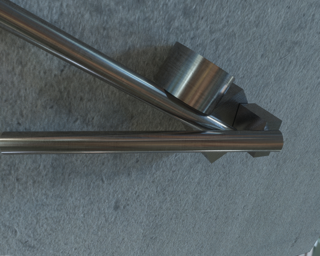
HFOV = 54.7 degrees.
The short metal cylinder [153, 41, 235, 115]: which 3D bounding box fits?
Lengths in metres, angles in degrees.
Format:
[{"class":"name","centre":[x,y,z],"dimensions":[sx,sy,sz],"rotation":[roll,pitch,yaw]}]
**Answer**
[{"class":"short metal cylinder","centre":[0.040,-0.058,0.362],"dimensions":[0.080,0.080,0.050],"rotation":[23,106,-37]}]

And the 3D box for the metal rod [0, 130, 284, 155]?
[{"class":"metal rod","centre":[-0.015,0.015,0.342],"dimensions":[0.302,0.025,0.025],"rotation":[0,121,-5]}]

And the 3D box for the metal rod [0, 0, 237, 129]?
[{"class":"metal rod","centre":[-0.032,-0.049,0.324],"dimensions":[0.302,0.025,0.025],"rotation":[26,104,-26]}]

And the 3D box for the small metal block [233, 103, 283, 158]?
[{"class":"small metal block","centre":[0.120,0.002,0.392],"dimensions":[0.025,0.050,0.050],"rotation":[-4,121,-26]}]

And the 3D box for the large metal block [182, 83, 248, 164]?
[{"class":"large metal block","centre":[0.078,-0.011,0.428],"dimensions":[0.080,0.050,0.080],"rotation":[-35,129,-4]}]
